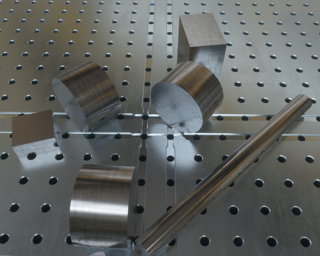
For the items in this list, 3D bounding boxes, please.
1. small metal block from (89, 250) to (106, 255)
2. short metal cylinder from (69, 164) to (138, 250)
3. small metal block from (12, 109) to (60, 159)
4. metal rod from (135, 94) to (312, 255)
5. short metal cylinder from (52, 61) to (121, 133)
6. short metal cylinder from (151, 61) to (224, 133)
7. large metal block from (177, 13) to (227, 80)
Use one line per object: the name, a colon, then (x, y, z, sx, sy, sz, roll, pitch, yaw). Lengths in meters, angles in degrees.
small metal block: (-0.066, 0.149, 0.282, 0.050, 0.025, 0.050, -20, 53, -16)
short metal cylinder: (-0.051, 0.077, 0.307, 0.050, 0.080, 0.080, 3, 50, 2)
small metal block: (-0.160, 0.007, 0.401, 0.050, 0.025, 0.050, -13, 51, -11)
metal rod: (0.093, 0.042, 0.372, 0.302, 0.025, 0.025, -36, 59, -26)
short metal cylinder: (-0.096, -0.041, 0.405, 0.050, 0.080, 0.080, -35, 58, -25)
short metal cylinder: (0.035, -0.040, 0.405, 0.080, 0.080, 0.050, 30, 56, 22)
large metal block: (0.059, -0.115, 0.469, 0.050, 0.080, 0.080, -6, 50, -5)
